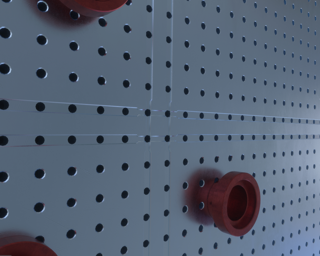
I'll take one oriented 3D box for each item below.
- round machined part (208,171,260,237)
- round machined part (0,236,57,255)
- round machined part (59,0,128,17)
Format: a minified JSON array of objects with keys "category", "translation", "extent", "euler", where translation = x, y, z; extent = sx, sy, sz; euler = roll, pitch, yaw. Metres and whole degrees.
[{"category":"round machined part","translation":[0.114,0.117,0.492],"extent":[0.099,0.042,0.097],"euler":[0,90,-40]},{"category":"round machined part","translation":[-0.135,0.155,0.285],"extent":[0.099,0.042,0.097],"euler":[0,90,-40]},{"category":"round machined part","translation":[-0.080,-0.168,0.330],"extent":[0.099,0.042,0.097],"euler":[0,90,-40]}]
